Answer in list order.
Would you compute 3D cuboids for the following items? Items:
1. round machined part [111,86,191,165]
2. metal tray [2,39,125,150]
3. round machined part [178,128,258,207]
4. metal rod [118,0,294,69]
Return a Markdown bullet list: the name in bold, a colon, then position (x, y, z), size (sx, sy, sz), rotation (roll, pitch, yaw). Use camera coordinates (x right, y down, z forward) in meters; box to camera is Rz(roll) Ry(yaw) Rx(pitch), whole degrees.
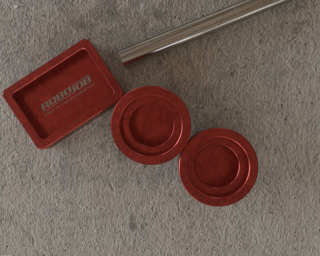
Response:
- **round machined part**: position (-0.010, -0.005, 0.397), size (0.099, 0.042, 0.097), rotation (0, 98, 3)
- **metal tray**: position (-0.122, -0.043, 0.406), size (0.130, 0.030, 0.090), rotation (-33, 90, 0)
- **round machined part**: position (0.072, 0.048, 0.402), size (0.099, 0.042, 0.097), rotation (0, 90, -1)
- **metal rod**: position (0.089, -0.147, 0.410), size (0.301, 0.025, 0.025), rotation (-22, 90, 0)
